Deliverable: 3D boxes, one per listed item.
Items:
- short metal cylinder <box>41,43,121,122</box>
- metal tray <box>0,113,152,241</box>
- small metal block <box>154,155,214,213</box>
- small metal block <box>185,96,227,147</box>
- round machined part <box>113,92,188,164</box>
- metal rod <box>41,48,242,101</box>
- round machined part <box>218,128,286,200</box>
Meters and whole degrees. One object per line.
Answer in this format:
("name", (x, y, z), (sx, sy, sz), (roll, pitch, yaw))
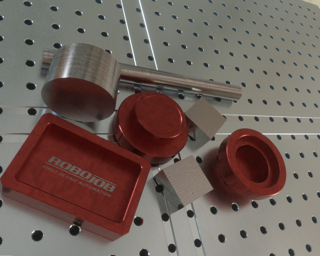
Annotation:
("short metal cylinder", (-0.088, -0.050, 0.355), (0.081, 0.080, 0.050), (16, 55, -19))
("metal tray", (-0.083, 0.051, 0.328), (0.131, 0.030, 0.090), (27, 53, -11))
("small metal block", (0.029, 0.068, 0.382), (0.050, 0.025, 0.050), (-21, 73, -36))
("small metal block", (0.060, -0.010, 0.447), (0.050, 0.025, 0.050), (44, 51, 2))
("round machined part", (-0.007, -0.007, 0.397), (0.099, 0.042, 0.098), (14, 53, -20))
("metal rod", (-0.009, -0.072, 0.446), (0.302, 0.025, 0.025), (6, 59, -25))
("round machined part", (0.122, 0.053, 0.430), (0.099, 0.042, 0.098), (14, 56, -21))
